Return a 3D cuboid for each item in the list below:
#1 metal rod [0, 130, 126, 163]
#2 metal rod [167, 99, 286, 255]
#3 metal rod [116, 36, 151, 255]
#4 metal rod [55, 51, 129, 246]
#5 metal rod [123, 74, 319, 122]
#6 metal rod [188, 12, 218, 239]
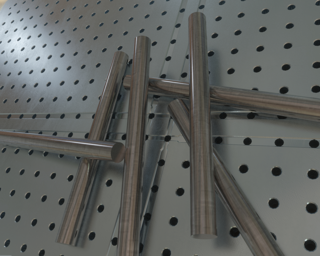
[{"bbox_3d":[-0.169,0.023,0.462,0.300,0.025,0.025,3,63,37],"label":"metal rod"},{"bbox_3d":[0.077,0.074,0.322,0.025,0.025,0.300,-33,51,6],"label":"metal rod"},{"bbox_3d":[-0.031,0.008,0.399,0.025,0.025,0.299,-9,64,24],"label":"metal rod"},{"bbox_3d":[-0.091,0.012,0.449,0.025,0.025,0.300,-3,60,27],"label":"metal rod"},{"bbox_3d":[0.074,-0.041,0.395,0.300,0.025,0.025,13,69,33],"label":"metal rod"},{"bbox_3d":[0.047,-0.027,0.367,0.025,0.025,0.300,-11,57,22],"label":"metal rod"}]
